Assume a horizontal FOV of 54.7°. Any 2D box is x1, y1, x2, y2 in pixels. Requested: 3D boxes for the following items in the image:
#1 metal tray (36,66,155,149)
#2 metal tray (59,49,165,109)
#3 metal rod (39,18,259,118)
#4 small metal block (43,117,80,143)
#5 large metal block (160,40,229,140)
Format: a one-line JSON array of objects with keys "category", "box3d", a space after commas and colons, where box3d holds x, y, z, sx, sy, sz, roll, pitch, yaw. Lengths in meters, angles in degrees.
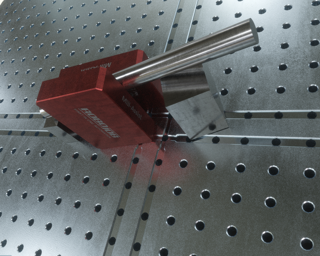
[{"category": "metal tray", "box3d": [-0.074, -0.018, 0.389, 0.090, 0.130, 0.030, -9, 59, 23]}, {"category": "metal tray", "box3d": [-0.064, -0.056, 0.432, 0.130, 0.090, 0.030, -8, 59, 23]}, {"category": "metal rod", "box3d": [-0.037, -0.058, 0.365, 0.300, 0.025, 0.025, -14, 56, 31]}, {"category": "small metal block", "box3d": [-0.144, -0.012, 0.472, 0.025, 0.050, 0.050, -8, 58, 24]}, {"category": "large metal block", "box3d": [0.040, -0.044, 0.377, 0.050, 0.080, 0.080, -20, 54, 16]}]
